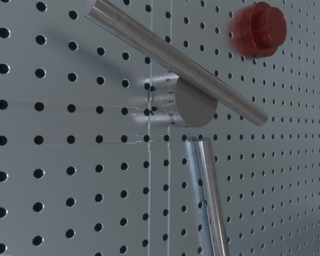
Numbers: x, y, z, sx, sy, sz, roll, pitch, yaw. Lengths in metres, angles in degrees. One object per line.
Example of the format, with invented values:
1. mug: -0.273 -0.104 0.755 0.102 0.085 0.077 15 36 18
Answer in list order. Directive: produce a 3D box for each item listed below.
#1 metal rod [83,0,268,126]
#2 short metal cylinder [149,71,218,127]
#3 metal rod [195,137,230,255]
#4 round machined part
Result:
1. metal rod: 0.044 -0.065 0.380 0.302 0.025 0.025 25 75 -37
2. short metal cylinder: 0.033 -0.041 0.420 0.081 0.050 0.080 0 90 -40
3. metal rod: 0.091 0.162 0.485 0.025 0.025 0.298 -17 101 -39
4. round machined part: 0.192 -0.178 0.558 0.099 0.042 0.097 0 90 -40
